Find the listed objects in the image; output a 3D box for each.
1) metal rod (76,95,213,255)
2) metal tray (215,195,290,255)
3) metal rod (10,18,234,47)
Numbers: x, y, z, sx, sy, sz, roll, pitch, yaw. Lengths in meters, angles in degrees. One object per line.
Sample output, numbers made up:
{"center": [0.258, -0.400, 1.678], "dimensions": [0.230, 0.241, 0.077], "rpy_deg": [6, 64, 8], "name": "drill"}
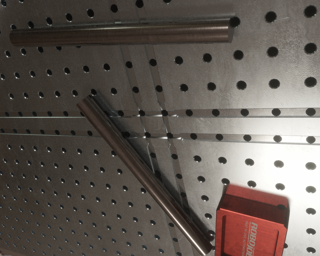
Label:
{"center": [-0.019, 0.076, 0.466], "dimensions": [0.025, 0.025, 0.300], "rpy_deg": [-31, 102, 37], "name": "metal rod"}
{"center": [0.127, 0.162, 0.440], "dimensions": [0.090, 0.030, 0.129], "rpy_deg": [10, 123, 22], "name": "metal tray"}
{"center": [-0.065, -0.112, 0.374], "dimensions": [0.301, 0.025, 0.025], "rpy_deg": [6, 121, 24], "name": "metal rod"}
